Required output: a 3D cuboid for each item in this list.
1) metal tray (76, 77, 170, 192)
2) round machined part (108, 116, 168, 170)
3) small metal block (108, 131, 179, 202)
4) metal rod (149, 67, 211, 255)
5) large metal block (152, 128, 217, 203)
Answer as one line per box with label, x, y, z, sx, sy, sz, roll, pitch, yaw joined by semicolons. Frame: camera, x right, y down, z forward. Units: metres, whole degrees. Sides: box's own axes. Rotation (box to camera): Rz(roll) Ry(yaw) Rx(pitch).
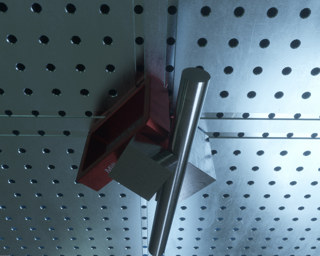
metal tray;-0.045;0.008;0.375;0.030;0.090;0.130;36;121;-27
round machined part;-0.022;0.027;0.392;0.042;0.098;0.098;35;122;-26
small metal block;-0.017;0.040;0.317;0.050;0.025;0.050;33;123;-3
metal rod;0.013;0.066;0.363;0.025;0.025;0.298;5;130;-5
large metal block;0.022;0.047;0.412;0.050;0.080;0.080;36;121;-27
